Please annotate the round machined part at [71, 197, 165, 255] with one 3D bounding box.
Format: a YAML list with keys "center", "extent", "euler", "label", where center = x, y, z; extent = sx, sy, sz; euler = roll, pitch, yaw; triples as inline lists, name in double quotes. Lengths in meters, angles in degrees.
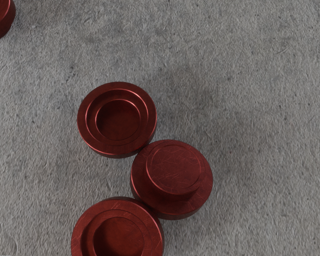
- center: [-0.043, 0.125, 0.344]
  extent: [0.099, 0.042, 0.097]
  euler: [0, 86, 6]
  label: "round machined part"

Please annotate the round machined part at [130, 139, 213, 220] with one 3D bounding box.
- center: [0.015, 0.054, 0.365]
  extent: [0.099, 0.042, 0.098]
  euler: [5, 55, -7]
  label: "round machined part"

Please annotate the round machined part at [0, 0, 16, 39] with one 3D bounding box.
- center: [-0.263, -0.166, 0.458]
  extent: [0.099, 0.042, 0.098]
  euler: [0, 70, 0]
  label: "round machined part"

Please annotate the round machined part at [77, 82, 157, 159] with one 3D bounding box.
- center: [-0.053, -0.007, 0.401]
  extent: [0.099, 0.042, 0.098]
  euler: [0, 70, 0]
  label: "round machined part"
